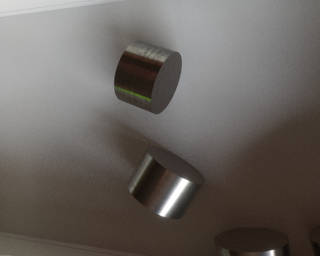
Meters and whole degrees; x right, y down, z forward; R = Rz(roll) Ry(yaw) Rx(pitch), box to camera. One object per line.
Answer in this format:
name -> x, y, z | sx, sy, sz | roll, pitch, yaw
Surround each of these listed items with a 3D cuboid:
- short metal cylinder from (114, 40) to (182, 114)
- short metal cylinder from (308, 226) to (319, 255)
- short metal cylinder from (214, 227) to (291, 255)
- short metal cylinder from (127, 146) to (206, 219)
short metal cylinder -> -0.013, -0.063, 0.385 | 0.050, 0.080, 0.080 | 23, 98, 18
short metal cylinder -> 0.200, 0.128, 0.311 | 0.080, 0.080, 0.050 | -16, 85, 19
short metal cylinder -> 0.103, 0.148, 0.345 | 0.080, 0.080, 0.050 | -6, 88, 19
short metal cylinder -> 0.008, 0.065, 0.378 | 0.080, 0.080, 0.050 | 33, 101, 16
